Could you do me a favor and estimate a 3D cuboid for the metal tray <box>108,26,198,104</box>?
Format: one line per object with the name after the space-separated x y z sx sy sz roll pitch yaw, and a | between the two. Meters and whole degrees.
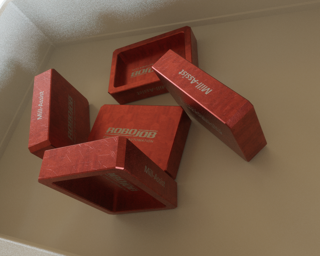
-0.010 -0.092 0.461 0.130 0.030 0.090 -12 57 21 | metal tray

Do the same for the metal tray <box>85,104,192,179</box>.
-0.033 0.015 0.405 0.130 0.030 0.090 4 63 29 | metal tray

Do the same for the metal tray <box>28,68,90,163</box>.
-0.137 -0.009 0.436 0.030 0.090 0.130 -22 54 14 | metal tray

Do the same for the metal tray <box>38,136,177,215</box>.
-0.046 0.057 0.323 0.090 0.130 0.030 -12 58 21 | metal tray

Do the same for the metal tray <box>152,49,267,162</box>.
0.054 -0.026 0.348 0.030 0.090 0.130 -45 51 -2 | metal tray
